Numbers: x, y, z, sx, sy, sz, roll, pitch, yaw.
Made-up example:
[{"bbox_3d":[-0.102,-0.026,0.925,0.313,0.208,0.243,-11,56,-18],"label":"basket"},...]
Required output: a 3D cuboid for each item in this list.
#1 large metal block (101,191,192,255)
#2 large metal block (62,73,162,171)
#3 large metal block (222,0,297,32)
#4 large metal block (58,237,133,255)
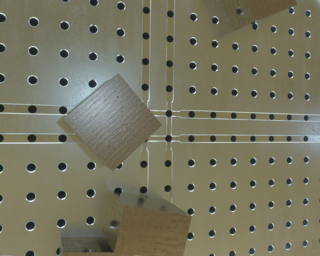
[{"bbox_3d":[-0.020,0.115,0.376,0.081,0.080,0.050,14,85,-20],"label":"large metal block"},{"bbox_3d":[-0.059,-0.007,0.377,0.080,0.050,0.080,-44,104,-15],"label":"large metal block"},{"bbox_3d":[0.139,-0.198,0.450,0.080,0.050,0.080,-26,99,-18],"label":"large metal block"},{"bbox_3d":[-0.081,0.179,0.370,0.081,0.050,0.080,8,87,-20],"label":"large metal block"}]
